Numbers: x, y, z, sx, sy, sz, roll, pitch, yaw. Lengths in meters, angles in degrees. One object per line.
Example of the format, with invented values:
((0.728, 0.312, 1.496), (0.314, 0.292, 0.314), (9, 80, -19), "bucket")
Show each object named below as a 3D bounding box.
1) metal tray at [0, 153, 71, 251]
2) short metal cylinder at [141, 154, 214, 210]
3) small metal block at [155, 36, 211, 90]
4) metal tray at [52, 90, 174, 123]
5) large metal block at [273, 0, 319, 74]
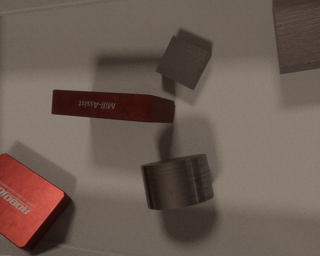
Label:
((-0.212, 0.106, 0.456), (0.130, 0.030, 0.090), (28, 65, 17), "metal tray")
((0.021, 0.063, 0.373), (0.080, 0.080, 0.050), (-12, 86, 19), "short metal cylinder")
((0.030, -0.083, 0.399), (0.050, 0.025, 0.050), (30, 99, 17), "small metal block")
((-0.057, -0.027, 0.394), (0.130, 0.090, 0.030), (5, 92, 19), "metal tray")
((0.170, -0.108, 0.338), (0.080, 0.050, 0.080), (-7, 88, 19), "large metal block")
